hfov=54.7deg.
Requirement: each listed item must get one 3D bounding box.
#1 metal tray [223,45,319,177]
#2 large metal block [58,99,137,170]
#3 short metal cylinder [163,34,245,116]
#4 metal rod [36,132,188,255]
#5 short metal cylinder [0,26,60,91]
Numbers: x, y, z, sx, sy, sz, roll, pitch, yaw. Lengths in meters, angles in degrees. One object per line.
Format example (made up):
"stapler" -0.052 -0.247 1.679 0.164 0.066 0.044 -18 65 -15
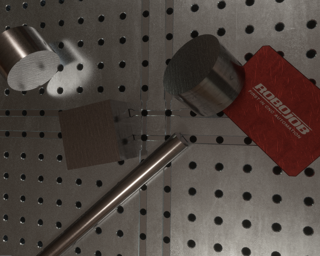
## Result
"metal tray" 0.139 -0.020 0.361 0.090 0.030 0.130 -46 76 14
"large metal block" -0.086 0.010 0.428 0.080 0.050 0.080 -12 86 19
"short metal cylinder" 0.050 -0.060 0.360 0.080 0.050 0.080 -30 43 32
"metal rod" -0.079 0.112 0.439 0.299 0.025 0.025 -42 77 14
"short metal cylinder" -0.195 -0.100 0.450 0.080 0.080 0.050 -43 77 15
